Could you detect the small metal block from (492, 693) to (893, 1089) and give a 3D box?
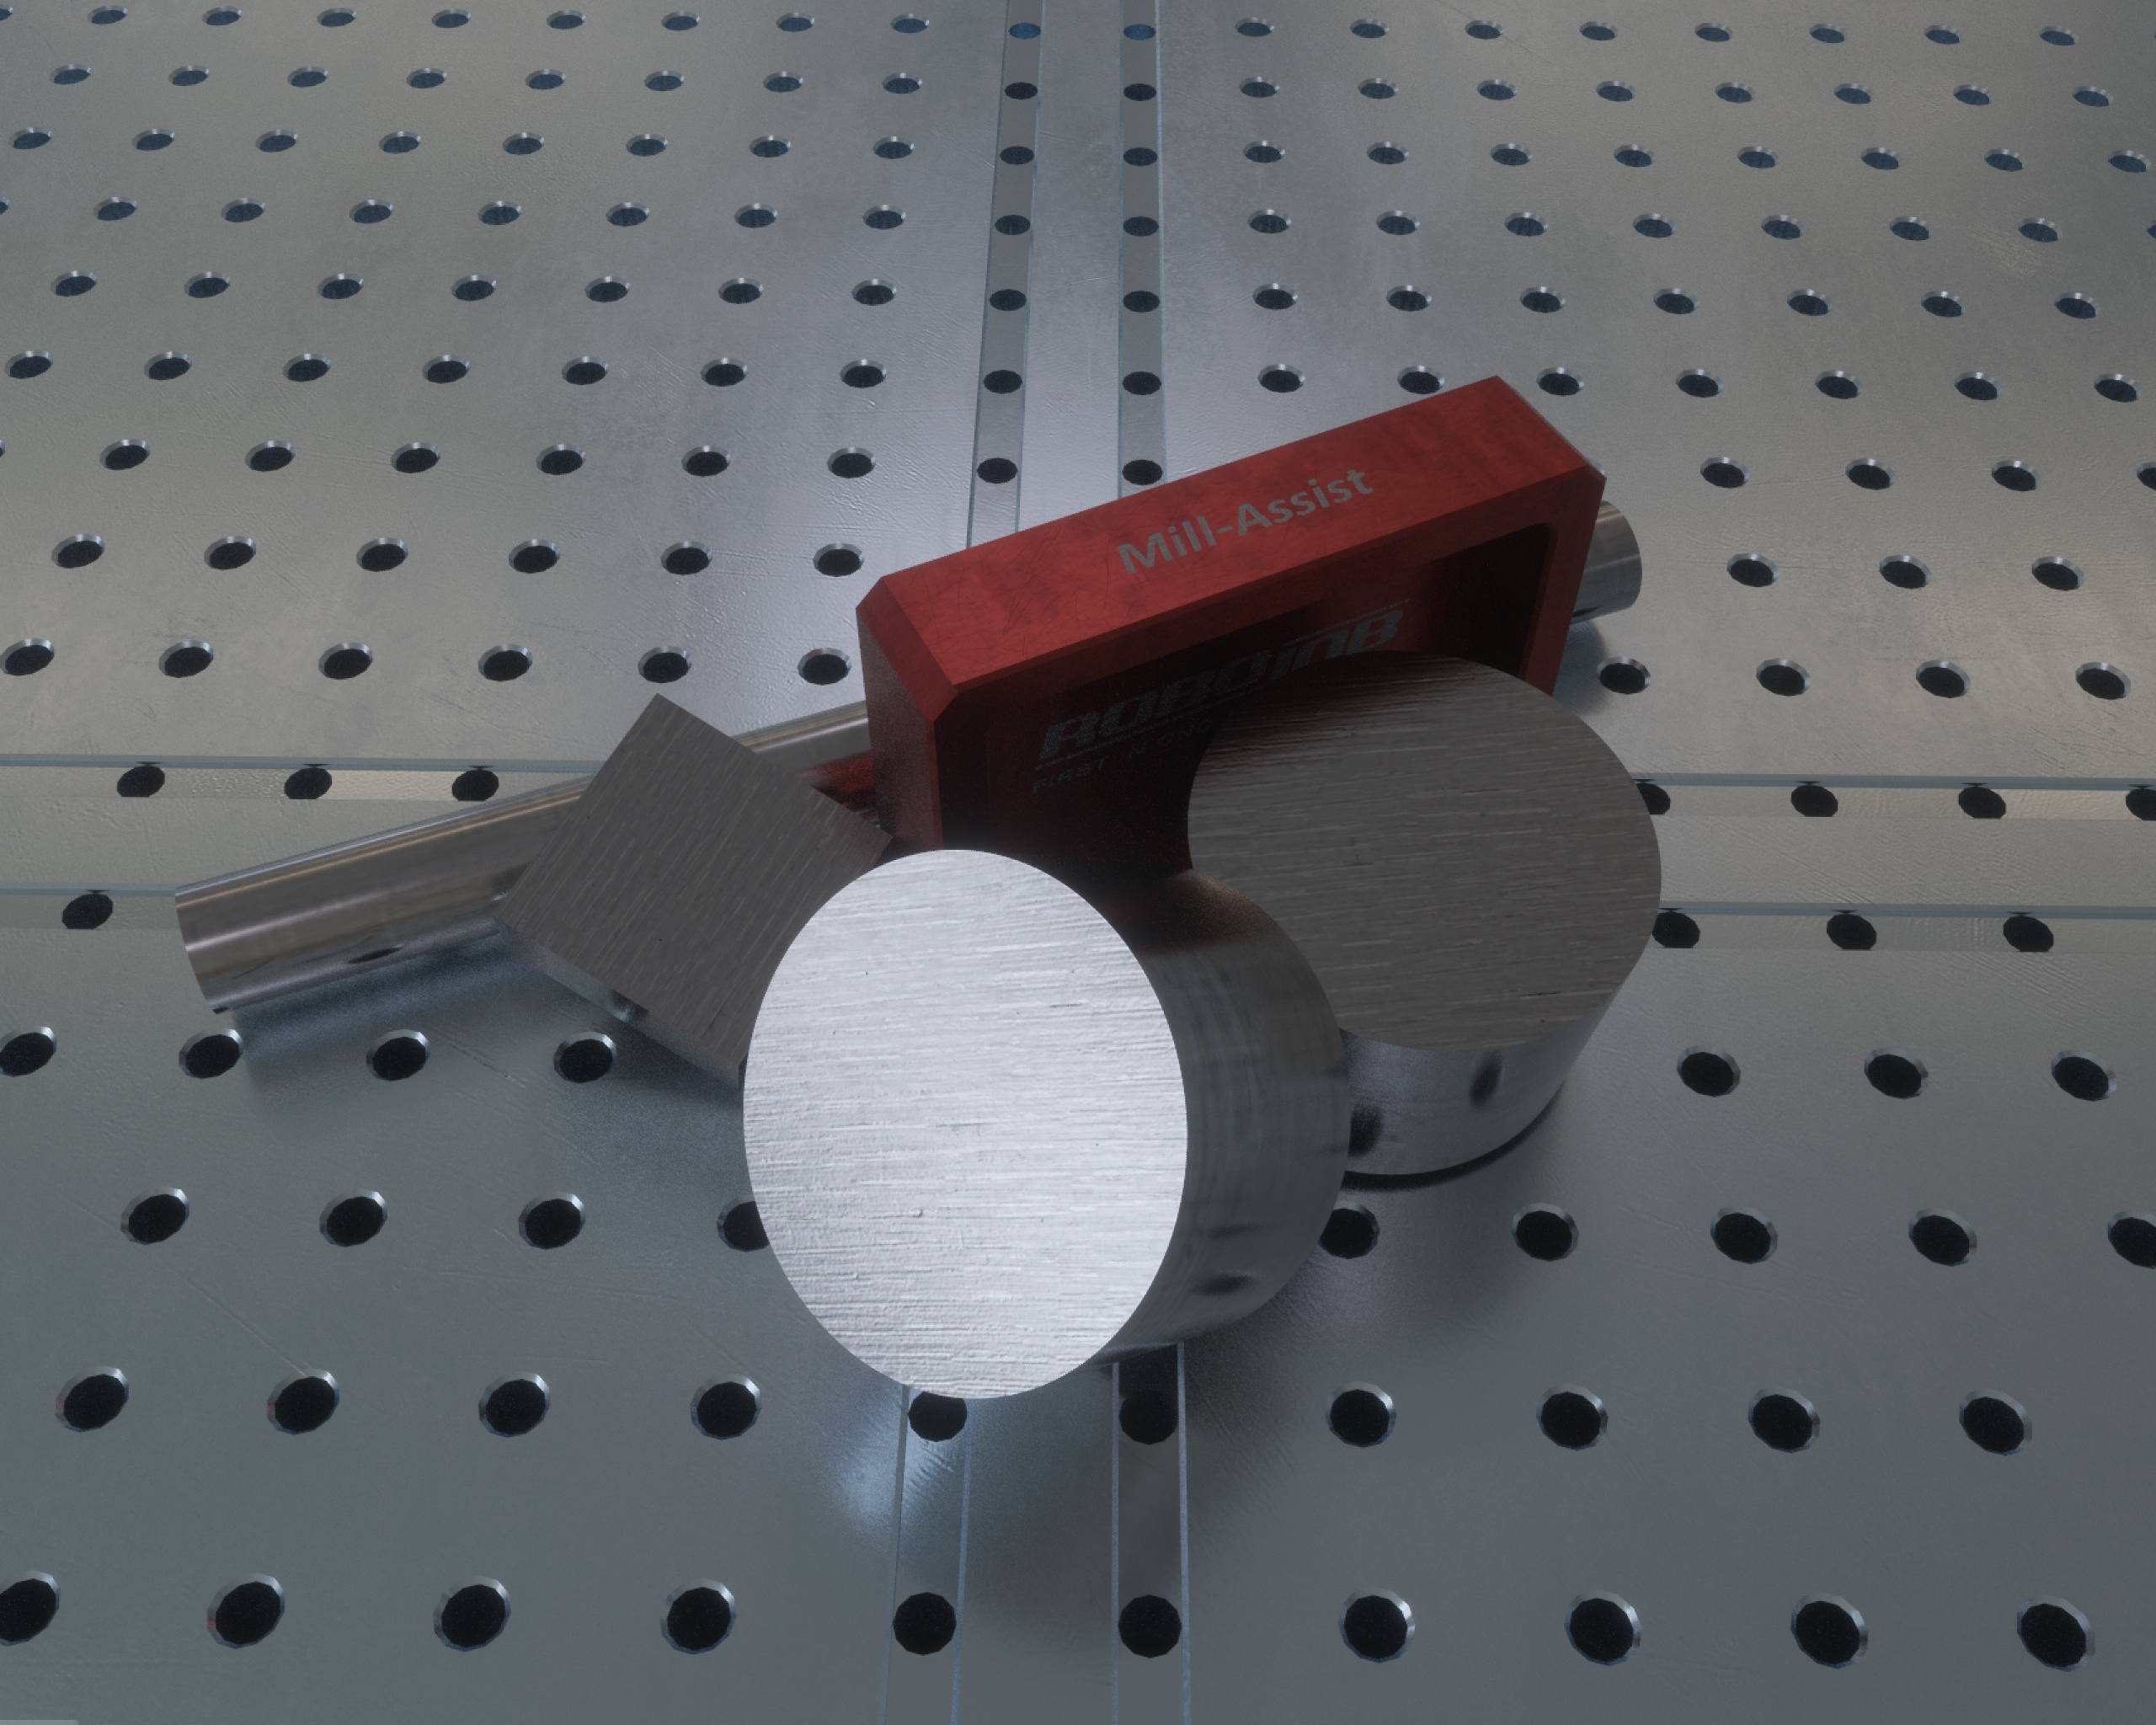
[{"bbox_3d":[-0.069,0.006,0.381,0.050,0.025,0.050,32,71,1],"label":"small metal block"}]

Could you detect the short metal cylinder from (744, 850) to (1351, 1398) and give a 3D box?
[{"bbox_3d":[-0.005,0.039,0.326,0.080,0.080,0.050,40,19,28],"label":"short metal cylinder"}]

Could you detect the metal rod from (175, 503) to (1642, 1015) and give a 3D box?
[{"bbox_3d":[-0.023,-0.026,0.424,0.302,0.025,0.025,-17,52,-14],"label":"metal rod"}]

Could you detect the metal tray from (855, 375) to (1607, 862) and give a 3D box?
[{"bbox_3d":[0.028,-0.029,0.385,0.131,0.089,0.030,-21,53,-17],"label":"metal tray"}]

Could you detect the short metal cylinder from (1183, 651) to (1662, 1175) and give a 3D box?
[{"bbox_3d":[0.057,0.009,0.373,0.081,0.050,0.080,2,58,-4],"label":"short metal cylinder"}]
